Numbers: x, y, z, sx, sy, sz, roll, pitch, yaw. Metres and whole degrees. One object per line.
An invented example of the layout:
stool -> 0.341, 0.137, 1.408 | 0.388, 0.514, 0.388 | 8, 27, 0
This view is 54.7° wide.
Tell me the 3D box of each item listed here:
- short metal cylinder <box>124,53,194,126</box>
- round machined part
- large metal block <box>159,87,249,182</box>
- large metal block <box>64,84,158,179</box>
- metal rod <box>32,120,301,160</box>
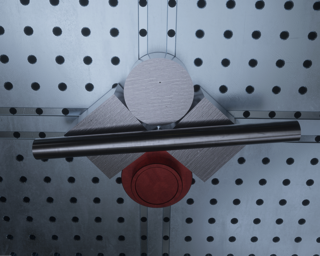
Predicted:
short metal cylinder -> -0.001, -0.049, 0.378 | 0.081, 0.050, 0.079 | 0, 110, 0
round machined part -> -0.004, 0.070, 0.426 | 0.099, 0.042, 0.097 | 0, 110, 0
large metal block -> 0.054, 0.008, 0.397 | 0.080, 0.050, 0.080 | 40, 106, -14
large metal block -> -0.059, 0.004, 0.397 | 0.080, 0.050, 0.080 | -38, 108, 12
metal rod -> 0.006, 0.014, 0.359 | 0.302, 0.025, 0.025 | -4, 110, 2
